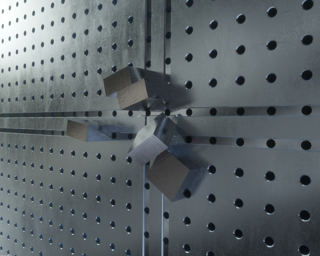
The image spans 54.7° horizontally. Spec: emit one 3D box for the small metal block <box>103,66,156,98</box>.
[{"bbox_3d":[-0.040,-0.061,0.424,0.050,0.050,0.025,-18,78,38],"label":"small metal block"}]

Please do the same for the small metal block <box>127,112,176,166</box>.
[{"bbox_3d":[-0.010,0.014,0.397,0.025,0.050,0.050,42,124,-15],"label":"small metal block"}]

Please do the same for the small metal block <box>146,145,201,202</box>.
[{"bbox_3d":[0.016,0.057,0.394,0.050,0.025,0.050,39,114,32],"label":"small metal block"}]

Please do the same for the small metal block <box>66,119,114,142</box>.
[{"bbox_3d":[-0.108,0.003,0.480,0.050,0.050,0.025,13,99,39],"label":"small metal block"}]

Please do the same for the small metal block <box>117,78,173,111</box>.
[{"bbox_3d":[-0.020,-0.042,0.407,0.050,0.050,0.025,-20,78,38],"label":"small metal block"}]
